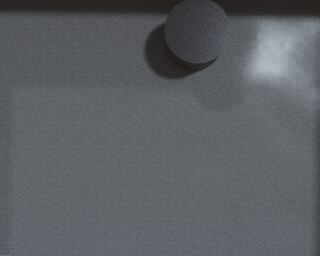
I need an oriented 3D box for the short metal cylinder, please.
[{"bbox_3d":[0.045,-0.118,0.399,0.081,0.050,0.080,0,90,0],"label":"short metal cylinder"}]
